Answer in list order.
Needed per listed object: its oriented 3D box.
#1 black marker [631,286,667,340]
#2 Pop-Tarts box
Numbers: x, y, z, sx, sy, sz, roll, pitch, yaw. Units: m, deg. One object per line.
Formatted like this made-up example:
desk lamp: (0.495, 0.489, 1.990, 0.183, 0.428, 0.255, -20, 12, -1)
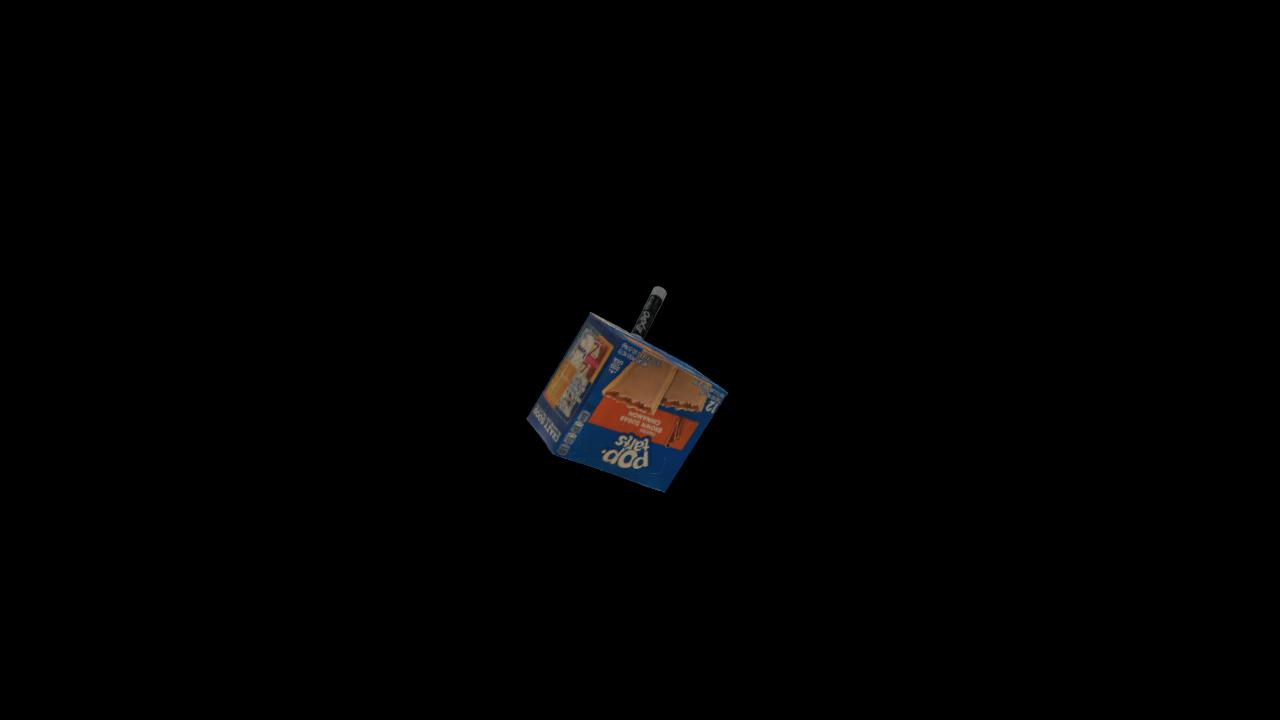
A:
black marker: (0.003, -0.040, 0.734, 0.020, 0.121, 0.020, 18, -33, 12)
Pop-Tarts box: (-0.012, 0.051, 0.686, 0.167, 0.141, 0.083, 28, 8, -36)
